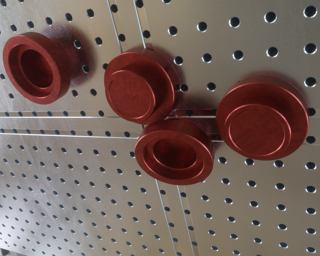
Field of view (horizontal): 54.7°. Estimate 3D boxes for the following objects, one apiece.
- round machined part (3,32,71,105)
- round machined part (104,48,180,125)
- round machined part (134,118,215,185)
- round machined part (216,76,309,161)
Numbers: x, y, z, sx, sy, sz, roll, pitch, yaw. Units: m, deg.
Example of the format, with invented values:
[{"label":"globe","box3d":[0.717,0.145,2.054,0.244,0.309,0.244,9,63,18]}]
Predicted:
[{"label":"round machined part","box3d":[-0.165,-0.085,0.432,0.098,0.042,0.097,13,124,20]},{"label":"round machined part","box3d":[-0.028,-0.046,0.385,0.098,0.042,0.097,13,124,20]},{"label":"round machined part","box3d":[0.021,0.026,0.394,0.098,0.042,0.097,9,133,10]},{"label":"round machined part","box3d":[0.109,-0.004,0.340,0.098,0.042,0.097,13,124,20]}]
